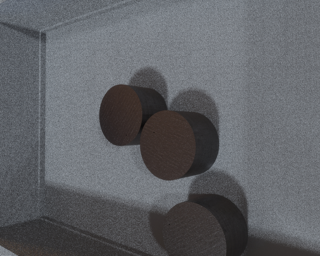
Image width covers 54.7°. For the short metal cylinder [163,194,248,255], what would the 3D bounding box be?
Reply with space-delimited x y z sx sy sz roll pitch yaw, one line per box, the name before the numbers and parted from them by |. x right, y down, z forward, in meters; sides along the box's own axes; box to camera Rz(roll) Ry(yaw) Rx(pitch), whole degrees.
short metal cylinder | 0.050 0.118 0.348 0.080 0.050 0.079 0 90 39

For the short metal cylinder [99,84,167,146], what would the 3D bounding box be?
short metal cylinder | -0.036 -0.017 0.418 0.080 0.050 0.079 0 90 39

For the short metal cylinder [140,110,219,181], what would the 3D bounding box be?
short metal cylinder | 0.023 0.020 0.370 0.080 0.050 0.079 0 90 39
